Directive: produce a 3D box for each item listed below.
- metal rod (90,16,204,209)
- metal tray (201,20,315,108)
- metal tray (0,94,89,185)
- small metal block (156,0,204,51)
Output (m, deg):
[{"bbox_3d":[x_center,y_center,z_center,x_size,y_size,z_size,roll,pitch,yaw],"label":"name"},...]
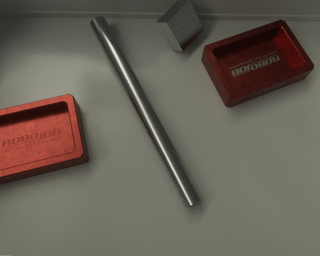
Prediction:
[{"bbox_3d":[-0.026,-0.033,0.421,0.025,0.025,0.299,-25,72,-9],"label":"metal rod"},{"bbox_3d":[0.137,-0.093,0.442,0.131,0.030,0.090,-21,72,-8],"label":"metal tray"},{"bbox_3d":[-0.166,0.015,0.399,0.131,0.030,0.090,-14,71,-6],"label":"metal tray"},{"bbox_3d":[0.030,-0.148,0.448,0.050,0.050,0.025,-49,38,-15],"label":"small metal block"}]
